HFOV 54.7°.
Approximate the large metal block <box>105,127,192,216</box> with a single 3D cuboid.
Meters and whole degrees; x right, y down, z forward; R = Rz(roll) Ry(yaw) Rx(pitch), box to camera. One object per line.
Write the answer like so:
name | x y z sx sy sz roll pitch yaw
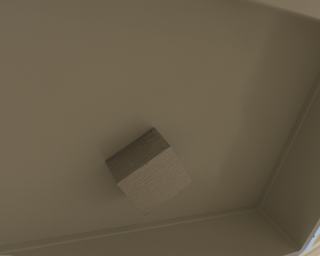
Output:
large metal block | -0.014 0.060 0.423 0.080 0.050 0.080 -35 129 -6
